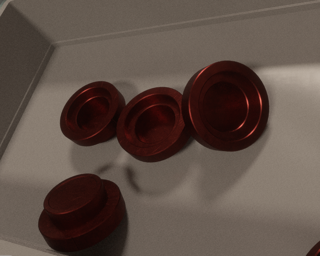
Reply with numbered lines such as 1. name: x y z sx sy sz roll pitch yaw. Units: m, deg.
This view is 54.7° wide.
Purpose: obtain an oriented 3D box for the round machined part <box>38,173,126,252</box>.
1. round machined part: -0.093 0.090 0.359 0.098 0.042 0.098 -13 27 7

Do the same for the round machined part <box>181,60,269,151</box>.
1. round machined part: 0.069 -0.023 0.349 0.098 0.098 0.042 -57 15 -13

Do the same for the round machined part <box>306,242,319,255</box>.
1. round machined part: 0.156 0.107 0.222 0.098 0.098 0.042 -35 83 4

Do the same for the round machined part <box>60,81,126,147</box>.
1. round machined part: -0.092 -0.017 0.452 0.098 0.042 0.098 -13 56 20

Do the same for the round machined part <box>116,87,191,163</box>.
1. round machined part: -0.003 -0.001 0.395 0.098 0.042 0.098 -13 56 20
